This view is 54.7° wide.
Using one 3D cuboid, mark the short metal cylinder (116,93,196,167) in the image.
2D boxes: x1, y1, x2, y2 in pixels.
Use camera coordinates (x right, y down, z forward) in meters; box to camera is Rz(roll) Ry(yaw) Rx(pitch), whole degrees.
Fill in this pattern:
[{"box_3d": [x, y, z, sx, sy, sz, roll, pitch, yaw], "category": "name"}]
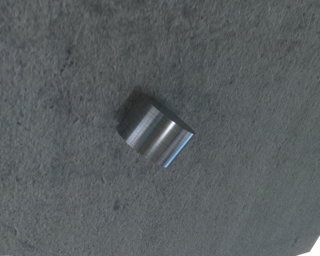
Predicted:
[{"box_3d": [-0.005, 0.002, 0.372, 0.080, 0.080, 0.050, 30, 101, -38], "category": "short metal cylinder"}]
